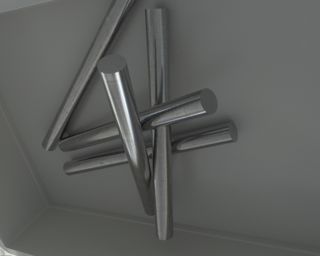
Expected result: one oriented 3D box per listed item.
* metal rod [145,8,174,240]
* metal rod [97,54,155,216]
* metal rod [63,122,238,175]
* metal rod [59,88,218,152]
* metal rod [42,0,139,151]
[{"bbox_3d":[0.002,0.011,0.384,0.025,0.025,0.298,8,113,24],"label":"metal rod"},{"bbox_3d":[-0.027,0.037,0.378,0.025,0.025,0.299,16,146,18],"label":"metal rod"},{"bbox_3d":[-0.034,0.037,0.447,0.300,0.025,0.025,-15,111,33],"label":"metal rod"},{"bbox_3d":[-0.054,0.001,0.396,0.299,0.025,0.025,-15,112,47],"label":"metal rod"},{"bbox_3d":[-0.109,-0.059,0.427,0.025,0.025,0.298,41,129,0],"label":"metal rod"}]
